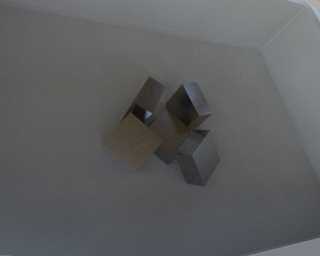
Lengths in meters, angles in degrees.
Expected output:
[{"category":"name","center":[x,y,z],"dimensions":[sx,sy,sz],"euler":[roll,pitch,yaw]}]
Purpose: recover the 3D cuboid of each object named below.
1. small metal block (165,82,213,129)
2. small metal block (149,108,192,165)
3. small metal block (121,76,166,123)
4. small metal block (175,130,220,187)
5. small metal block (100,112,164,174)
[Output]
[{"category":"small metal block","center":[0.039,-0.027,0.426],"dimensions":[0.025,0.050,0.050],"euler":[-12,68,-34]},{"category":"small metal block","center":[0.009,0.011,0.402],"dimensions":[0.050,0.025,0.050],"euler":[41,51,-1]},{"category":"small metal block","center":[-0.022,-0.030,0.394],"dimensions":[0.025,0.050,0.050],"euler":[32,51,-8]},{"category":"small metal block","center":[0.049,0.037,0.392],"dimensions":[0.050,0.025,0.050],"euler":[-49,127,-40]},{"category":"small metal block","center":[-0.032,0.018,0.362],"dimensions":[0.050,0.025,0.050],"euler":[42,84,0]}]
